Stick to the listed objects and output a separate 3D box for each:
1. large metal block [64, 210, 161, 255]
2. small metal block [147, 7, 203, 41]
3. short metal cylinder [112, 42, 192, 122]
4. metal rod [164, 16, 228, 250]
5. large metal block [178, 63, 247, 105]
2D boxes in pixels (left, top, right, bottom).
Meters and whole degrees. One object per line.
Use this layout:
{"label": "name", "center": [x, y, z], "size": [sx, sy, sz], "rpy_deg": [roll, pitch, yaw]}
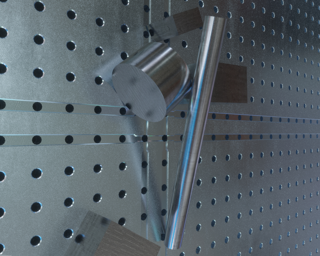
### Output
{"label": "large metal block", "center": [-0.058, 0.151, 0.346], "size": [0.080, 0.050, 0.080], "rpy_deg": [41, 65, -33]}
{"label": "small metal block", "center": [0.020, -0.136, 0.412], "size": [0.050, 0.050, 0.025], "rpy_deg": [-32, 110, -36]}
{"label": "short metal cylinder", "center": [-0.010, -0.054, 0.367], "size": [0.050, 0.080, 0.080], "rpy_deg": [-45, 118, -31]}
{"label": "metal rod", "center": [0.039, 0.020, 0.382], "size": [0.025, 0.025, 0.298], "rpy_deg": [-7, 114, -40]}
{"label": "large metal block", "center": [0.063, -0.058, 0.428], "size": [0.081, 0.080, 0.050], "rpy_deg": [-3, 92, -40]}
